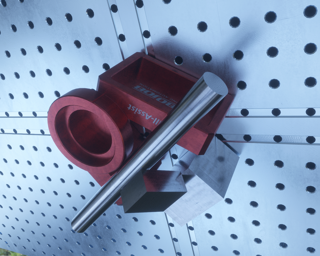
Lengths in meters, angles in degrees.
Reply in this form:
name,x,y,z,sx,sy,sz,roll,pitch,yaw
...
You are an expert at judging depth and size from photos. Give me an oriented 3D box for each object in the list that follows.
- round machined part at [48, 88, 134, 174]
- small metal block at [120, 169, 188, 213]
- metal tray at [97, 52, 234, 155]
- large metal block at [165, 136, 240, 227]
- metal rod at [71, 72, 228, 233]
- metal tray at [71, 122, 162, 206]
name,x,y,z,sx,sy,sz,roll,pitch,yaw
round machined part,-0.072,0.000,0.347,0.098,0.042,0.097,13,124,20
small metal block,-0.008,0.069,0.335,0.050,0.050,0.025,-50,45,39
metal tray,0.008,-0.033,0.343,0.130,0.090,0.030,28,129,10
large metal block,0.045,0.063,0.386,0.050,0.080,0.080,41,129,-1
metal rod,-0.034,0.050,0.341,0.025,0.025,0.298,42,129,-1
metal tray,-0.064,0.027,0.417,0.030,0.090,0.130,-33,101,38
